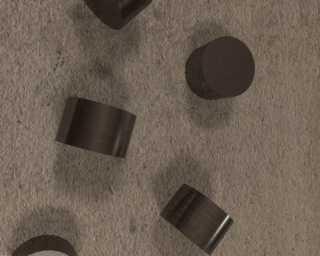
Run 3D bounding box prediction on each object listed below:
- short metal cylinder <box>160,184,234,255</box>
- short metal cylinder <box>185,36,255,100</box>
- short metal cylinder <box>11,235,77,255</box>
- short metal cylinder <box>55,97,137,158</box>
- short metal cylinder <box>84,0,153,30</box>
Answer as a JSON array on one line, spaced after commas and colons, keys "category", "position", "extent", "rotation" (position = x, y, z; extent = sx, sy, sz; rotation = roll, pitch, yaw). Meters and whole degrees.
[{"category": "short metal cylinder", "position": [0.046, 0.117, 0.398], "extent": [0.080, 0.080, 0.050], "rotation": [43, 76, -15]}, {"category": "short metal cylinder", "position": [0.082, -0.080, 0.427], "extent": [0.081, 0.050, 0.079], "rotation": [0, 90, -21]}, {"category": "short metal cylinder", "position": [-0.131, 0.168, 0.348], "extent": [0.081, 0.050, 0.079], "rotation": [0, 90, -21]}, {"category": "short metal cylinder", "position": [-0.072, 0.000, 0.354], "extent": [0.081, 0.080, 0.050], "rotation": [17, 85, -20]}, {"category": "short metal cylinder", "position": [-0.054, -0.163, 0.360], "extent": [0.050, 0.080, 0.080], "rotation": [-46, 105, -14]}]
